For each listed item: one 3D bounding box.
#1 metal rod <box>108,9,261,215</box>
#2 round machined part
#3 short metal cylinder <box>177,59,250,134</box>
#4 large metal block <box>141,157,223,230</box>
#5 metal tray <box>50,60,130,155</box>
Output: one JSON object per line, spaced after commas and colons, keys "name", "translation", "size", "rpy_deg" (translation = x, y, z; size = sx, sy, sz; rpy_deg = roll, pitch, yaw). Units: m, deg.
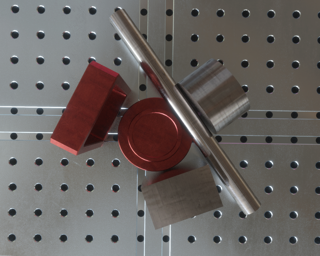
{"name": "metal rod", "translation": [0.032, -0.020, 0.393], "size": [0.025, 0.025, 0.299], "rpy_deg": [-35, 90, 0]}
{"name": "round machined part", "translation": [-0.006, 0.009, 0.404], "size": [0.099, 0.042, 0.097], "rpy_deg": [0, 90, -1]}
{"name": "short metal cylinder", "translation": [0.066, -0.039, 0.386], "size": [0.050, 0.080, 0.080], "rpy_deg": [-37, 90, 0]}
{"name": "large metal block", "translation": [0.024, 0.077, 0.386], "size": [0.080, 0.080, 0.050], "rpy_deg": [-19, 90, 0]}
{"name": "metal tray", "translation": [-0.073, -0.020, 0.360], "size": [0.030, 0.130, 0.090], "rpy_deg": [27, 90, 0]}
